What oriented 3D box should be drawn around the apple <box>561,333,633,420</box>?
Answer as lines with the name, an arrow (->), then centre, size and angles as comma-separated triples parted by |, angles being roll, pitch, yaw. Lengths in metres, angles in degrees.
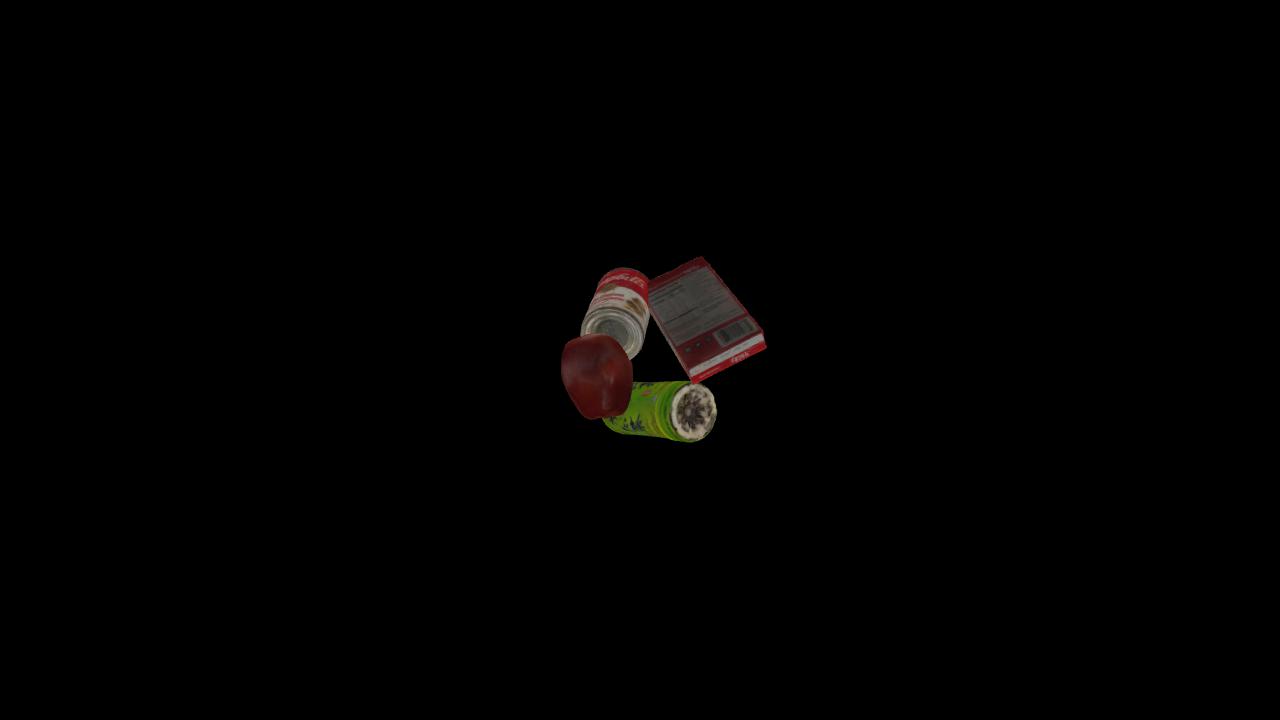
apple -> -0.044, 0.014, 0.639 | 0.079, 0.093, 0.079 | -7, -7, -1

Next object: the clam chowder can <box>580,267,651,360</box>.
clam chowder can -> -0.023, -0.049, 0.663 | 0.068, 0.068, 0.102 | 0, 32, 8

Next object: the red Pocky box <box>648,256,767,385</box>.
red Pocky box -> 0.061, -0.046, 0.639 | 0.083, 0.028, 0.155 | -27, 42, 0

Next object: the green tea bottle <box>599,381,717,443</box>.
green tea bottle -> 0.004, 0.062, 0.764 | 0.073, 0.073, 0.212 | 0, -4, -33
